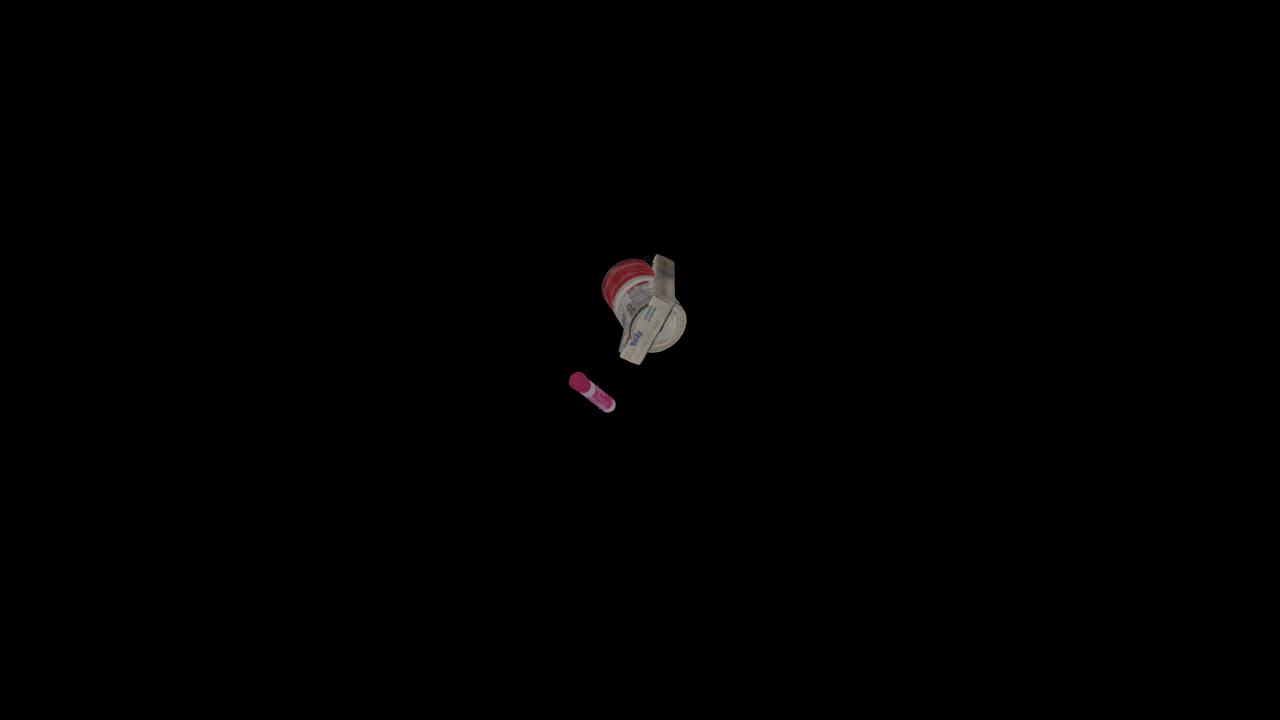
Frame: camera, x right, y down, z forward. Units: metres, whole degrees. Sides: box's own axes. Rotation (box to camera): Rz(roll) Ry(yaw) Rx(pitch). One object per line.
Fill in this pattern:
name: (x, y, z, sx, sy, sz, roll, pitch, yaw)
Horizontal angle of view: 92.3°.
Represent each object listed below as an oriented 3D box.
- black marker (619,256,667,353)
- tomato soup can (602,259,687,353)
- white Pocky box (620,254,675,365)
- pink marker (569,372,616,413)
black marker: (-0.004, -0.067, 0.746, 0.020, 0.121, 0.020, 12, 0, 0)
tomato soup can: (0.004, -0.062, 0.688, 0.068, 0.068, 0.101, 0, 33, -24)
white Pocky box: (0.011, -0.062, 0.711, 0.028, 0.084, 0.154, 25, 24, -8)
pink marker: (-0.052, 0.037, 0.681, 0.020, 0.020, 0.121, 0, -17, 14)
